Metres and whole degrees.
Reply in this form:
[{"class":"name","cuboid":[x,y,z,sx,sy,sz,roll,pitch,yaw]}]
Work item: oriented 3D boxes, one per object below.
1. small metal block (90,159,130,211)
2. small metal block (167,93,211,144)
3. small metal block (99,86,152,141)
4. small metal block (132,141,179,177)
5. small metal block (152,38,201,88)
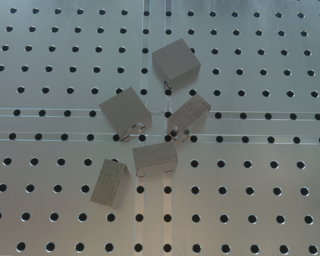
[{"class":"small metal block","cuboid":[-0.058,0.069,0.372,0.025,0.050,0.050,15,71,5]},{"class":"small metal block","cuboid":[0.037,-0.011,0.403,0.050,0.050,0.025,-41,75,-14]},{"class":"small metal block","cuboid":[-0.046,-0.020,0.418,0.050,0.025,0.050,-32,73,-11]},{"class":"small metal block","cuboid":[-0.006,0.039,0.384,0.050,0.050,0.025,-11,71,-4]},{"class":"small metal block","cuboid":[0.023,-0.094,0.446,0.050,0.025,0.050,-29,73,-10]}]
